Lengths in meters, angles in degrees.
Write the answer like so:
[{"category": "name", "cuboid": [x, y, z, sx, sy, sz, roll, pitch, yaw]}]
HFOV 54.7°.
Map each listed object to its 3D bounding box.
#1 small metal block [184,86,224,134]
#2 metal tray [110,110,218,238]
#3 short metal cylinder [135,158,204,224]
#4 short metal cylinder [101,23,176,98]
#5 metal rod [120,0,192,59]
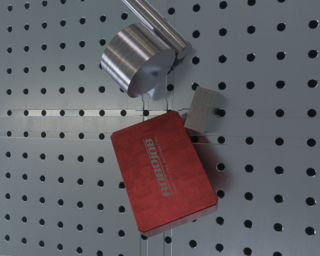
[{"category": "small metal block", "cuboid": [0.055, -0.021, 0.380, 0.025, 0.050, 0.050, 20, 97, 19]}, {"category": "metal tray", "cuboid": [0.002, 0.050, 0.368, 0.090, 0.030, 0.130, -20, 59, -3]}, {"category": "short metal cylinder", "cuboid": [0.012, 0.079, 0.395, 0.080, 0.050, 0.079, 0, 90, 20]}, {"category": "short metal cylinder", "cuboid": [-0.027, -0.085, 0.393, 0.050, 0.080, 0.080, 46, 104, 14]}, {"category": "metal rod", "cuboid": [-0.065, -0.207, 0.435, 0.025, 0.025, 0.300, -45, 76, 14]}]
